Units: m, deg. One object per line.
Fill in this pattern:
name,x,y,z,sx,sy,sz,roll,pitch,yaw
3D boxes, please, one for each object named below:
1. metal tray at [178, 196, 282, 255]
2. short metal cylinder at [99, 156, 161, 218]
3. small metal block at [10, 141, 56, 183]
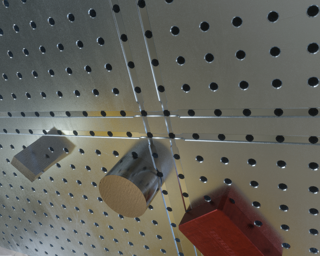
metal tray,0.102,0.169,0.459,0.130,0.030,0.090,47,129,-5
short metal cylinder,-0.045,0.090,0.474,0.080,0.050,0.079,13,124,20
small metal block,-0.224,0.059,0.550,0.050,0.050,0.025,42,129,-1
